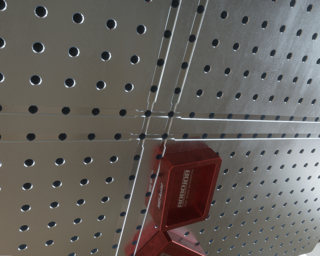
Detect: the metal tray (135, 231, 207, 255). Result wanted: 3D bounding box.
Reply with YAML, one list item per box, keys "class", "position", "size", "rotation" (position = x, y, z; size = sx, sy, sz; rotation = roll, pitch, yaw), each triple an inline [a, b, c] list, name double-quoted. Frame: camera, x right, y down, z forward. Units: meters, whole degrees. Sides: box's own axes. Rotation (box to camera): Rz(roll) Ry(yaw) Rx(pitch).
- class: "metal tray"
  position: [0.019, 0.242, 0.566]
  size: [0.090, 0.030, 0.130]
  rotation: [-46, 129, 4]

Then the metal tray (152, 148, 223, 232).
- class: "metal tray"
  position: [0.041, 0.098, 0.490]
  size: [0.091, 0.030, 0.129]
  rotation: [-7, 122, -25]
